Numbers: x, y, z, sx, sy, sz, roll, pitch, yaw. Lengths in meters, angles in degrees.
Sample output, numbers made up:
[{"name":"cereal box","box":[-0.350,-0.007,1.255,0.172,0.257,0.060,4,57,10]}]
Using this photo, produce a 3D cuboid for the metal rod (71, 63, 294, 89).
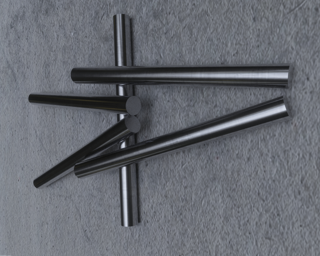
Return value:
[{"name":"metal rod","box":[0.002,-0.065,0.382,0.300,0.025,0.025,6,94,33]}]

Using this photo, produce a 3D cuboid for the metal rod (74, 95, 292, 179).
[{"name":"metal rod","box":[0.004,0.021,0.381,0.300,0.025,0.025,-19,78,31]}]

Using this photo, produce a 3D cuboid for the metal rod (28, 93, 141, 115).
[{"name":"metal rod","box":[-0.139,-0.043,0.500,0.300,0.025,0.025,8,95,45]}]

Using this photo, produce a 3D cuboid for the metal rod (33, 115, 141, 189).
[{"name":"metal rod","box":[-0.133,0.050,0.495,0.299,0.025,0.025,-29,72,41]}]

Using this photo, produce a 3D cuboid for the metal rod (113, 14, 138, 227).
[{"name":"metal rod","box":[-0.050,-0.012,0.445,0.025,0.025,0.298,-4,87,39]}]
